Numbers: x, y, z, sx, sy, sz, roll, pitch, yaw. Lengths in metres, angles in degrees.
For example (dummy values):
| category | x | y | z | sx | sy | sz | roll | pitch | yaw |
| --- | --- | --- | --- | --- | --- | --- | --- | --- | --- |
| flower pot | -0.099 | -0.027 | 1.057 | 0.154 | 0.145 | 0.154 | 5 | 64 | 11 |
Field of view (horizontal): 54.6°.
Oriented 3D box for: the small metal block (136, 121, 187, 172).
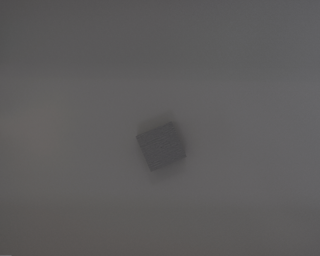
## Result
| category | x | y | z | sx | sy | sz | roll | pitch | yaw |
| --- | --- | --- | --- | --- | --- | --- | --- | --- | --- |
| small metal block | 0.002 | 0.024 | 0.411 | 0.050 | 0.025 | 0.050 | -23 | 90 | 0 |
